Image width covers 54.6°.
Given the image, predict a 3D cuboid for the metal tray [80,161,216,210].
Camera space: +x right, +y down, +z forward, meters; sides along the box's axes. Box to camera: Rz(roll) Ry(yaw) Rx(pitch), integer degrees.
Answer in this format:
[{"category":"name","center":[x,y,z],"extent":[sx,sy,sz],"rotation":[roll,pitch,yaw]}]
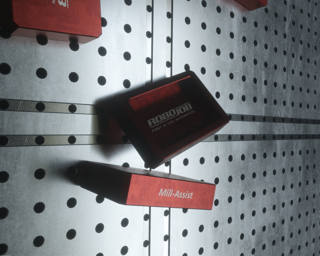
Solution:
[{"category":"metal tray","center":[-0.011,0.066,0.355],"extent":[0.131,0.090,0.030],"rotation":[15,83,-39]}]

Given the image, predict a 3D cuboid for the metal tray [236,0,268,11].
[{"category":"metal tray","center":[0.133,-0.265,0.515],"extent":[0.131,0.030,0.090],"rotation":[11,83,-39]}]

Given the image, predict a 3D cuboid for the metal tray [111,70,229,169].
[{"category":"metal tray","center":[0.017,-0.016,0.390],"extent":[0.131,0.030,0.090],"rotation":[-26,75,-37]}]

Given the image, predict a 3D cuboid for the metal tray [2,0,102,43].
[{"category":"metal tray","center":[-0.109,-0.158,0.313],"extent":[0.091,0.030,0.129],"rotation":[-5,93,-40]}]
